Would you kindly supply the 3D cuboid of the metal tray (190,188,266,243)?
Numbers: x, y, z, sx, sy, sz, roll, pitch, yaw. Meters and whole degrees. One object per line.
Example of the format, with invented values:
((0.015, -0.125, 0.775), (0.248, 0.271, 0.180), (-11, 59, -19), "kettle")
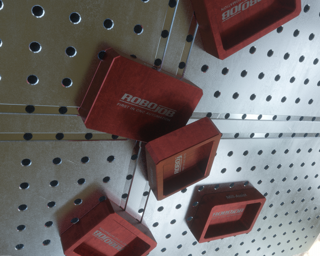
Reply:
((0.129, 0.163, 0.581), (0.131, 0.030, 0.089), (0, 118, -29), "metal tray")

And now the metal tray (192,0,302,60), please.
((0.107, -0.153, 0.373), (0.131, 0.030, 0.090), (-31, 129, -8), "metal tray")

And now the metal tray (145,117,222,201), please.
((0.029, 0.047, 0.423), (0.091, 0.030, 0.129), (-24, 150, -14), "metal tray")

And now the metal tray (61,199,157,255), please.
((-0.074, 0.174, 0.476), (0.090, 0.030, 0.130), (-40, 130, -1), "metal tray")

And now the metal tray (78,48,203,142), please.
((-0.020, -0.031, 0.379), (0.131, 0.030, 0.089), (16, 110, -35), "metal tray")
